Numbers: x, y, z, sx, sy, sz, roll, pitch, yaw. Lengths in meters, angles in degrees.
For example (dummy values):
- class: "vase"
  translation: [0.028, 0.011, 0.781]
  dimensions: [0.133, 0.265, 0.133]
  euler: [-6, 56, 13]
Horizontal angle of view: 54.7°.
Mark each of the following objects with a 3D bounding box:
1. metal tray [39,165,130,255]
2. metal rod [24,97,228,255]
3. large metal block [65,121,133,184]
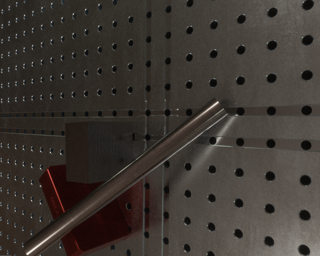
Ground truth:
- class: "metal tray"
  translation: [-0.111, 0.114, 0.455]
  dimensions: [0.030, 0.091, 0.130]
  euler: [-45, 63, 31]
- class: "metal rod"
  translation: [-0.048, 0.065, 0.376]
  dimensions: [0.300, 0.025, 0.025]
  euler: [-38, 65, 9]
- class: "large metal block"
  translation: [-0.085, 0.032, 0.441]
  dimensions: [0.050, 0.081, 0.079]
  euler: [-3, 88, 40]
